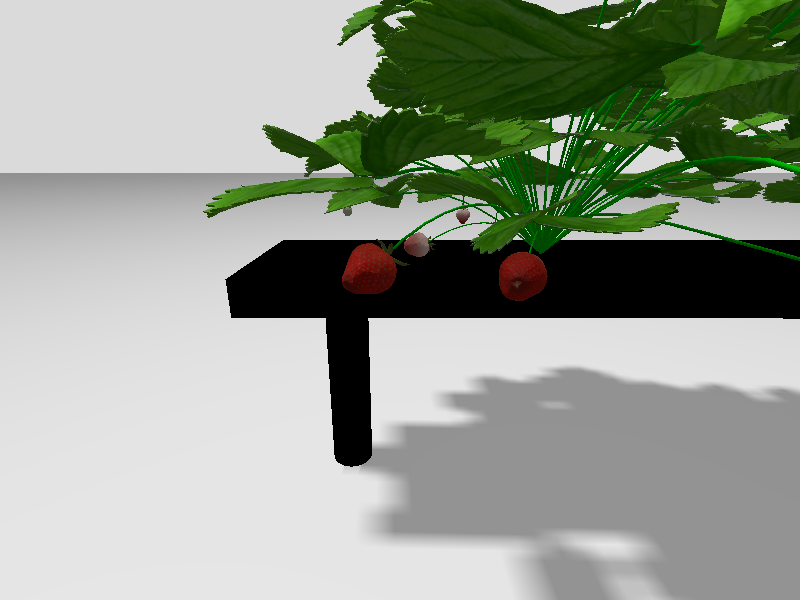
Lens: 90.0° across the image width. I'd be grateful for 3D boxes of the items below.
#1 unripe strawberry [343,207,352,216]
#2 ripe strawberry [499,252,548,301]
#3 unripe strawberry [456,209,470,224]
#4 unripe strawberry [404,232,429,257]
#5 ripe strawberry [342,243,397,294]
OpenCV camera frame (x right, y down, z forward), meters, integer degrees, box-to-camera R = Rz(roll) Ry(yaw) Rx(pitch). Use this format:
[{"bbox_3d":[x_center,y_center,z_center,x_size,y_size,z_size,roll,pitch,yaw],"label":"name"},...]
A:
[{"bbox_3d":[-0.061,-0.103,0.466,0.011,0.011,0.011,12,23,32],"label":"unripe strawberry"},{"bbox_3d":[0.071,-0.013,0.233,0.028,0.029,0.030,8,21,22],"label":"ripe strawberry"},{"bbox_3d":[0.083,-0.110,0.528,0.018,0.019,0.019,-4,20,-12],"label":"unripe strawberry"},{"bbox_3d":[0.014,-0.047,0.342,0.021,0.021,0.020,-9,20,-3],"label":"unripe strawberry"},{"bbox_3d":[-0.020,-0.018,0.242,0.034,0.029,0.034,-38,36,-24],"label":"ripe strawberry"}]
